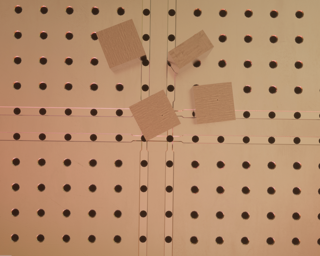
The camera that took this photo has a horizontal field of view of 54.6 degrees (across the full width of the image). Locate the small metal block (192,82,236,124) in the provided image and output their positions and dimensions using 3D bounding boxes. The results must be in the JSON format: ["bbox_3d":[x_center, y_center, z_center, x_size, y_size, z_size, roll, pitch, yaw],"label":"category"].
[{"bbox_3d":[0.071,-0.032,0.414,0.050,0.025,0.050,-7,90,0],"label":"small metal block"}]

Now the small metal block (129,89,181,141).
[{"bbox_3d":[-0.007,-0.016,0.413,0.050,0.025,0.050,-27,90,0],"label":"small metal block"}]

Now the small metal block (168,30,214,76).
[{"bbox_3d":[0.038,-0.096,0.401,0.050,0.050,0.025,-33,90,0],"label":"small metal block"}]

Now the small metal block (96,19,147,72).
[{"bbox_3d":[-0.050,-0.109,0.413,0.050,0.025,0.050,-21,90,0],"label":"small metal block"}]
